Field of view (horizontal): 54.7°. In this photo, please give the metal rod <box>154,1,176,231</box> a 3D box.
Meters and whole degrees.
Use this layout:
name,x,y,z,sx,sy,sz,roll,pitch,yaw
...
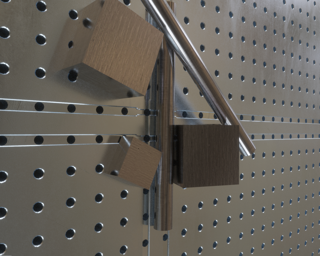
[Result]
name,x,y,z,sx,sy,sz,roll,pitch,yaw
metal rod,0.007,-0.016,0.414,0.025,0.025,0.298,2,89,-40

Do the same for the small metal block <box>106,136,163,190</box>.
name,x,y,z,sx,sy,sz,roll,pitch,yaw
small metal block,-0.030,0.043,0.384,0.050,0.025,0.050,32,70,-35

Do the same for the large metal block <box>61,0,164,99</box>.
name,x,y,z,sx,sy,sz,roll,pitch,yaw
large metal block,-0.051,-0.087,0.350,0.080,0.050,0.080,26,74,-37

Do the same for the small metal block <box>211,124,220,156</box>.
name,x,y,z,sx,sy,sz,roll,pitch,yaw
small metal block,0.094,0.025,0.488,0.050,0.025,0.050,25,75,-37

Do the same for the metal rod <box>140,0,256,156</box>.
name,x,y,z,sx,sy,sz,roll,pitch,yaw
metal rod,0.058,-0.068,0.423,0.300,0.025,0.025,51,60,-28

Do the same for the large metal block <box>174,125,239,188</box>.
name,x,y,z,sx,sy,sz,roll,pitch,yaw
large metal block,0.060,0.036,0.426,0.081,0.050,0.080,0,90,-18
